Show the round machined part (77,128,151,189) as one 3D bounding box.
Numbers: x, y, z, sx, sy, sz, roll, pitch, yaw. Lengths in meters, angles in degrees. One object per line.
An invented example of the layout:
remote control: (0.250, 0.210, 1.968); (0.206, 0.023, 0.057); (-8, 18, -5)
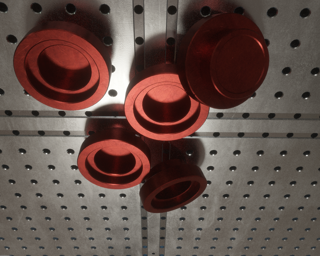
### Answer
round machined part: (-0.062, 0.038, 0.432); (0.099, 0.042, 0.097); (0, 130, 0)

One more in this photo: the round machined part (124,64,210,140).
round machined part: (0.008, -0.034, 0.372); (0.099, 0.042, 0.097); (-1, 130, 0)

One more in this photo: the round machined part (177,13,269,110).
round machined part: (0.071, -0.066, 0.317); (0.099, 0.042, 0.097); (-7, 108, -21)

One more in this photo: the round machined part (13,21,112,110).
round machined part: (-0.102, -0.070, 0.339); (0.099, 0.042, 0.097); (-1, 130, 0)

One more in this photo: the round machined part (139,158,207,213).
round machined part: (0.016, 0.082, 0.456); (0.099, 0.042, 0.097); (-16, 143, -12)
